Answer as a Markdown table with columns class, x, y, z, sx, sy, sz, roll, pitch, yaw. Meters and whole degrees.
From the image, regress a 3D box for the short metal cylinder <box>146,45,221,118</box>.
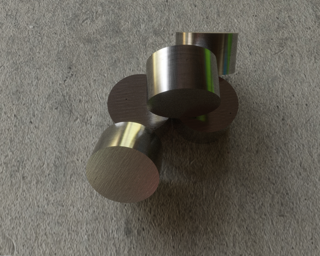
| class | x | y | z | sx | sy | sz | roll | pitch | yaw |
| --- | --- | --- | --- | --- | --- | --- | --- | --- | --- |
| short metal cylinder | 0.025 | -0.048 | 0.345 | 0.081 | 0.080 | 0.050 | -1 | 70 | -1 |

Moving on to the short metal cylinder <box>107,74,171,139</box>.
| class | x | y | z | sx | sy | sz | roll | pitch | yaw |
| --- | --- | --- | --- | --- | --- | --- | --- | --- | --- |
| short metal cylinder | -0.024 | -0.023 | 0.403 | 0.081 | 0.050 | 0.080 | 0 | 70 | 0 |

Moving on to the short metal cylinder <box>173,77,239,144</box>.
| class | x | y | z | sx | sy | sz | roll | pitch | yaw |
| --- | --- | --- | --- | --- | --- | --- | --- | --- | --- |
| short metal cylinder | 0.057 | -0.024 | 0.405 | 0.081 | 0.050 | 0.080 | 0 | 70 | 0 |

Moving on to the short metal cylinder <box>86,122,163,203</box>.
| class | x | y | z | sx | sy | sz | roll | pitch | yaw |
| --- | --- | --- | --- | --- | --- | --- | --- | --- | --- |
| short metal cylinder | -0.038 | 0.040 | 0.358 | 0.080 | 0.079 | 0.050 | 7 | 31 | 2 |

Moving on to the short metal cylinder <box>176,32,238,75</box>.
| class | x | y | z | sx | sy | sz | roll | pitch | yaw |
| --- | --- | --- | --- | --- | --- | --- | --- | --- | --- |
| short metal cylinder | 0.061 | -0.101 | 0.410 | 0.081 | 0.080 | 0.050 | 1 | 108 | 0 |
